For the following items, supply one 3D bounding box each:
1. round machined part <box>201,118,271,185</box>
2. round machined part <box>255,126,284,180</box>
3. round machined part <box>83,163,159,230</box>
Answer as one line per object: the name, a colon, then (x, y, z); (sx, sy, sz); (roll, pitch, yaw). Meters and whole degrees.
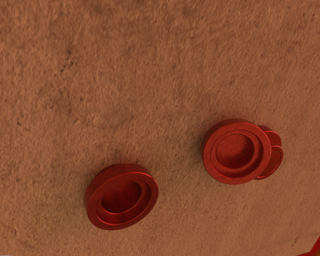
round machined part: (0.109, 0.031, 0.461); (0.099, 0.042, 0.097); (-1, 109, -2)
round machined part: (0.166, 0.048, 0.519); (0.099, 0.042, 0.097); (-14, 125, -21)
round machined part: (-0.055, 0.088, 0.422); (0.099, 0.042, 0.097); (-14, 125, -21)
